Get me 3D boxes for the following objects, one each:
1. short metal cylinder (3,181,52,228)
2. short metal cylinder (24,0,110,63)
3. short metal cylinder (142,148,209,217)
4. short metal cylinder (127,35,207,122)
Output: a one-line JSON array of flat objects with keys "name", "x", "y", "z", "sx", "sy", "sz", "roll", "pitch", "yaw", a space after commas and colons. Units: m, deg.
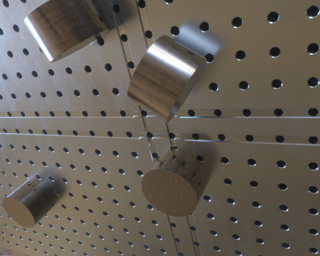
[{"name": "short metal cylinder", "x": -0.271, "y": 0.157, "z": 0.635, "sx": 0.080, "sy": 0.050, "sz": 0.079, "roll": 13, "pitch": 124, "yaw": 21}, {"name": "short metal cylinder", "x": -0.106, "y": -0.117, "z": 0.359, "sx": 0.080, "sy": 0.080, "sz": 0.050, "roll": -19, "pitch": 109, "yaw": 35}, {"name": "short metal cylinder", "x": 0.022, "y": 0.075, "z": 0.430, "sx": 0.080, "sy": 0.050, "sz": 0.079, "roll": 13, "pitch": 124, "yaw": 21}, {"name": "short metal cylinder", "x": 0.008, "y": -0.053, "z": 0.339, "sx": 0.050, "sy": 0.080, "sz": 0.079, "roll": 33, "pitch": 129, "yaw": 7}]
